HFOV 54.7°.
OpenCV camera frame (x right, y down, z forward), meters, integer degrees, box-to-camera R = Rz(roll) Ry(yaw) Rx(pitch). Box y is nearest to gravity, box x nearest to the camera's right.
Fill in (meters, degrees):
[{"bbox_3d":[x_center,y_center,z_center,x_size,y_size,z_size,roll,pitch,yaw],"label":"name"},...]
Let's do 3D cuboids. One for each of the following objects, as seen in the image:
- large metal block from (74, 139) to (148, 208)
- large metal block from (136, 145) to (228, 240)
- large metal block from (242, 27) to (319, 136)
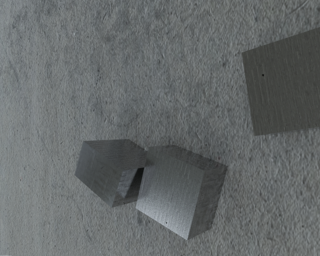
[{"bbox_3d":[-0.052,0.055,0.412,0.080,0.081,0.050,29,108,36],"label":"large metal block"},{"bbox_3d":[0.024,0.071,0.369,0.080,0.050,0.079,20,103,38],"label":"large metal block"},{"bbox_3d":[0.129,-0.038,0.283,0.080,0.050,0.080,-11,83,39],"label":"large metal block"}]
